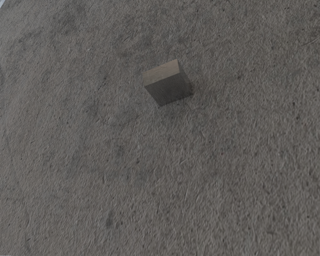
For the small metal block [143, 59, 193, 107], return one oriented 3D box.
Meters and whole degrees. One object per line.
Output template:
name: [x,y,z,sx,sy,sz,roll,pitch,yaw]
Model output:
small metal block: [0.011,-0.060,0.420,0.050,0.050,0.025,-19,54,17]
